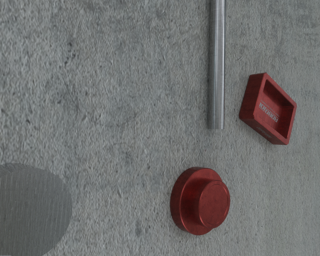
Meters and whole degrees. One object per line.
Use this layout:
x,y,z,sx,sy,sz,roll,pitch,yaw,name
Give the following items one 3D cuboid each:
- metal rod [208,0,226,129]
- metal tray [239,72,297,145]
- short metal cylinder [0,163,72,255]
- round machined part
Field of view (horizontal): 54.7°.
0.090,-0.147,0.482,0.025,0.025,0.298,2,89,-40,metal rod
0.204,-0.032,0.575,0.131,0.030,0.090,30,71,-36,metal tray
-0.129,0.074,0.282,0.081,0.050,0.079,0,90,-40,short metal cylinder
0.065,0.107,0.451,0.099,0.042,0.097,0,90,-40,round machined part
